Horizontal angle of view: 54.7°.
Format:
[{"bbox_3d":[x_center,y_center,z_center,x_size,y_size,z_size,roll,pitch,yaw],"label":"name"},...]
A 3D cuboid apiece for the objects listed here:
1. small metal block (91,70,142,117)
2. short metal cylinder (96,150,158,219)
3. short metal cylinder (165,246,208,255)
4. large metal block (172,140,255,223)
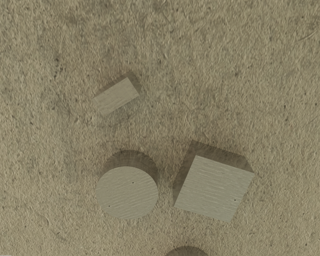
[{"bbox_3d":[-0.051,-0.044,0.380,0.050,0.050,0.025,-30,108,10],"label":"small metal block"},{"bbox_3d":[-0.043,0.077,0.424,0.081,0.050,0.079,0,110,0],"label":"short metal cylinder"},{"bbox_3d":[0.043,0.234,0.483,0.081,0.050,0.079,0,110,0],"label":"short metal cylinder"},{"bbox_3d":[0.069,0.072,0.424,0.080,0.050,0.079,18,109,-7],"label":"large metal block"}]
